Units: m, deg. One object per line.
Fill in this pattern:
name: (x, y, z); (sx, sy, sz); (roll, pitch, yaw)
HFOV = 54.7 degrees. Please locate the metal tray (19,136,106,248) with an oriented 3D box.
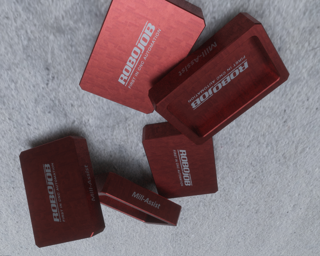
metal tray: (-0.132, 0.084, 0.414); (0.090, 0.129, 0.030); (-17, 171, 18)

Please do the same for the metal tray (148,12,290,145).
metal tray: (0.064, -0.047, 0.337); (0.130, 0.030, 0.090); (-39, 132, 13)

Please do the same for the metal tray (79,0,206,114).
metal tray: (-0.023, -0.083, 0.333); (0.091, 0.030, 0.129); (21, 127, -17)

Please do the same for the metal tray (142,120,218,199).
metal tray: (0.032, 0.048, 0.445); (0.090, 0.030, 0.129); (-9, 130, 6)

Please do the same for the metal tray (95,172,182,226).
metal tray: (-0.044, 0.110, 0.470); (0.131, 0.030, 0.090); (31, 152, -24)
